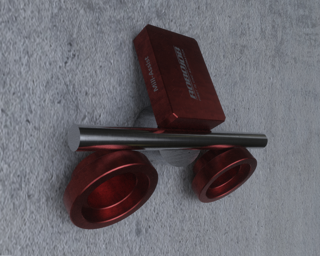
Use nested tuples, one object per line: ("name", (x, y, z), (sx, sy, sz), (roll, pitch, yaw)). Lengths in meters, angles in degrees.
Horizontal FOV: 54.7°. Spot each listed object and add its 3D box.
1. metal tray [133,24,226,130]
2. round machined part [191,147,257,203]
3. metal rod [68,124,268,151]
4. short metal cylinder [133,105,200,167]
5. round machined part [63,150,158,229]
("metal tray", (0.024, -0.061, 0.390), (0.091, 0.030, 0.130), (3, 62, -40))
("round machined part", (0.087, 0.061, 0.448), (0.099, 0.042, 0.097), (-22, 144, -17))
("metal rod", (0.038, 0.014, 0.376), (0.302, 0.025, 0.025), (3, 88, -40))
("short metal cylinder", (0.011, 0.008, 0.401), (0.081, 0.050, 0.079), (0, 90, -40))
("round machined part", (-0.055, 0.059, 0.330), (0.099, 0.042, 0.097), (-24, 141, -21))
